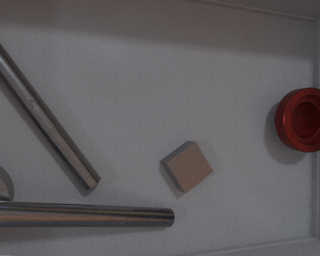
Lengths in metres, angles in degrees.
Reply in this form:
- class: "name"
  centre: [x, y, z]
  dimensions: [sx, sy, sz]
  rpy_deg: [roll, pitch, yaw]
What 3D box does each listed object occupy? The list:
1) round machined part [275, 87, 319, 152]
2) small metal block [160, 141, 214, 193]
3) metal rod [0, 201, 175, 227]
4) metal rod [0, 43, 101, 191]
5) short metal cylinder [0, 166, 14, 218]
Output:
- class: "round machined part"
  centre: [0.221, -0.013, 0.482]
  dimensions: [0.099, 0.042, 0.097]
  rpy_deg: [-1, 92, -16]
- class: "small metal block"
  centre: [0.037, 0.053, 0.425]
  dimensions: [0.050, 0.025, 0.050]
  rpy_deg: [-35, 102, -17]
- class: "metal rod"
  centre: [-0.109, 0.093, 0.331]
  dimensions: [0.302, 0.025, 0.025]
  rpy_deg: [13, 86, -35]
- class: "metal rod"
  centre: [-0.164, -0.053, 0.349]
  dimensions: [0.025, 0.025, 0.299]
  rpy_deg: [-37, 102, -16]
- class: "short metal cylinder"
  centre: [-0.199, 0.074, 0.324]
  dimensions: [0.081, 0.050, 0.079]
  rpy_deg: [0, 90, -21]
